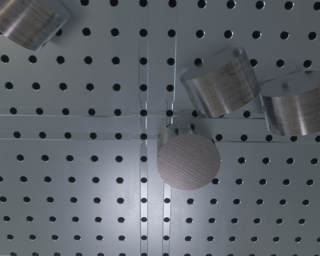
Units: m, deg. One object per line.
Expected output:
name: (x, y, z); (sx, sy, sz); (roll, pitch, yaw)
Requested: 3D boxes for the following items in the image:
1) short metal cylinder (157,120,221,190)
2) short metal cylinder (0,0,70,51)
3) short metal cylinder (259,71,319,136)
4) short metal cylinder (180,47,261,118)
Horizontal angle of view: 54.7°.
short metal cylinder: (0.036, 0.035, 0.413); (0.081, 0.050, 0.079); (0, 110, 0)
short metal cylinder: (-0.146, -0.130, 0.335); (0.050, 0.080, 0.080); (-42, 105, 14)
short metal cylinder: (0.166, -0.031, 0.374); (0.080, 0.080, 0.050); (-18, 109, 6)
short metal cylinder: (0.070, -0.054, 0.365); (0.080, 0.080, 0.050); (-26, 108, 9)
